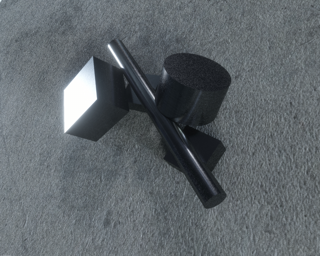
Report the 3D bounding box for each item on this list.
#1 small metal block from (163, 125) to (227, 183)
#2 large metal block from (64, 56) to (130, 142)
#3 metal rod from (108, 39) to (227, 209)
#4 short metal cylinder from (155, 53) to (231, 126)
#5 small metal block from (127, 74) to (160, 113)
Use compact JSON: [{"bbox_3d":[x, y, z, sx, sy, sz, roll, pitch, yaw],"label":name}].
[{"bbox_3d":[0.041,0.031,0.364,0.050,0.025,0.050,27,76,37],"label":"small metal block"},{"bbox_3d":[-0.093,-0.039,0.439,0.080,0.050,0.080,-39,48,32],"label":"large metal block"},{"bbox_3d":[-0.008,-0.029,0.394,0.025,0.025,0.300,-35,51,4],"label":"metal rod"},{"bbox_3d":[0.038,-0.048,0.372,0.081,0.050,0.080,9,41,-8],"label":"short metal cylinder"},{"bbox_3d":[-0.022,-0.050,0.447,0.050,0.025,0.050,13,68,33],"label":"small metal block"}]
